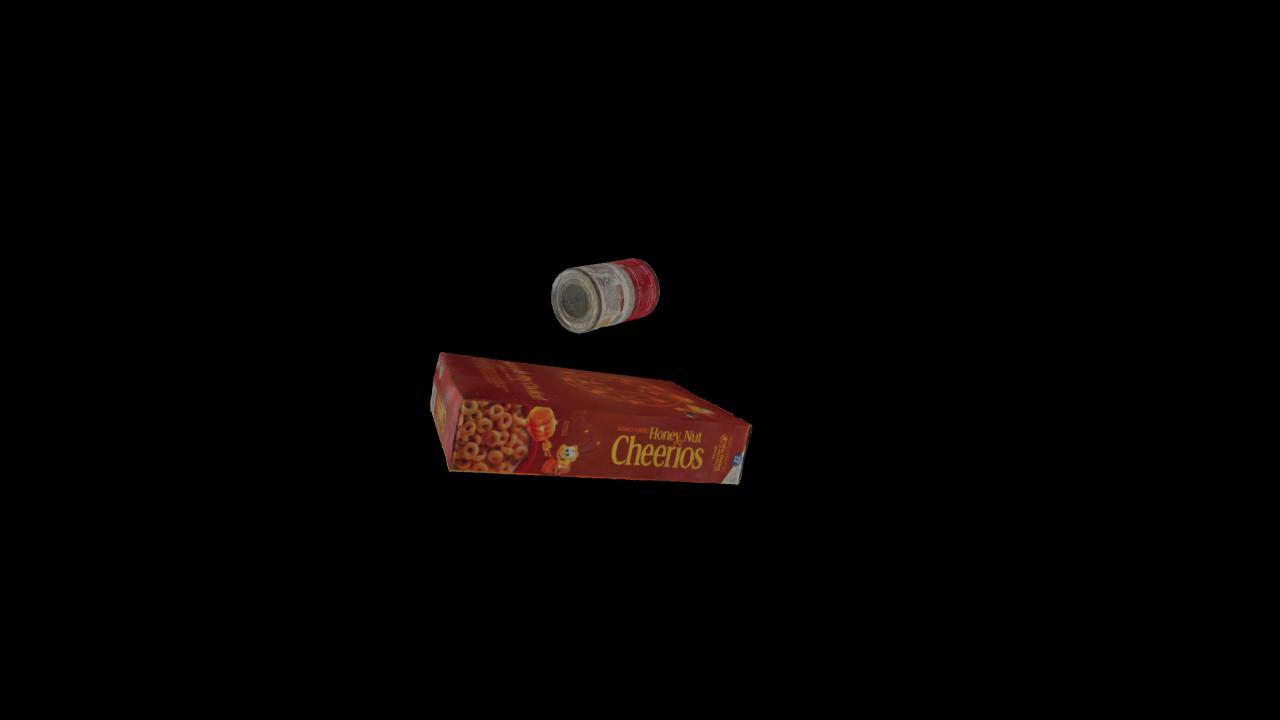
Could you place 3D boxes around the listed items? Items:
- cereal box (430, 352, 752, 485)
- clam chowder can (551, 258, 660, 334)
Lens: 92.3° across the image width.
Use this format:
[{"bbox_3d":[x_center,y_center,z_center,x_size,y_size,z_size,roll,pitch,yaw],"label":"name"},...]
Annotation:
[{"bbox_3d":[-0.060,0.063,0.672,0.306,0.081,0.203,8,8,-25],"label":"cereal box"},{"bbox_3d":[-0.035,-0.069,0.645,0.068,0.068,0.102,0,13,37],"label":"clam chowder can"}]
